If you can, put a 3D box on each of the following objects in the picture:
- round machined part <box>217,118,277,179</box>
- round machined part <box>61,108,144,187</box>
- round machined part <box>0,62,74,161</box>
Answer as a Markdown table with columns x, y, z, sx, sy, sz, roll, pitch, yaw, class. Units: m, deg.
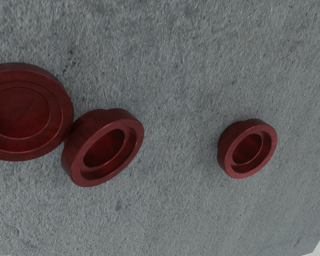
| x | y | z | sx | sy | sz | roll | pitch | yaw | class |
| --- | --- | --- | --- | --- | --- | --- | --- | --- | --- |
| 0.130 | 0.028 | 0.484 | 0.099 | 0.042 | 0.097 | -14 | 124 | -21 | round machined part |
| -0.069 | 0.017 | 0.354 | 0.099 | 0.042 | 0.097 | -35 | 149 | -24 | round machined part |
| -0.140 | -0.019 | 0.308 | 0.099 | 0.042 | 0.097 | -14 | 124 | -21 | round machined part |
